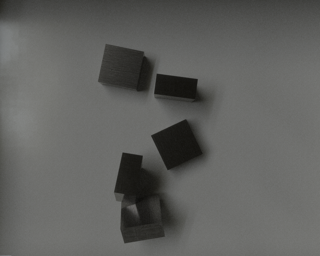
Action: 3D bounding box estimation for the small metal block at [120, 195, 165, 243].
[{"bbox_3d":[-0.023,0.115,0.396,0.050,0.050,0.025,-9,118,-1],"label":"small metal block"}]

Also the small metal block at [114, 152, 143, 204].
[{"bbox_3d":[-0.039,0.064,0.390,0.025,0.050,0.050,9,65,0],"label":"small metal block"}]

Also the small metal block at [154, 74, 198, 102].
[{"bbox_3d":[0.019,-0.050,0.399,0.050,0.050,0.025,7,90,-1],"label":"small metal block"}]

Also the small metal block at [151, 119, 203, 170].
[{"bbox_3d":[0.022,0.021,0.412,0.050,0.025,0.050,-25,90,-1],"label":"small metal block"}]

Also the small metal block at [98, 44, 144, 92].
[{"bbox_3d":[-0.050,-0.079,0.411,0.050,0.025,0.050,12,90,-1],"label":"small metal block"}]
